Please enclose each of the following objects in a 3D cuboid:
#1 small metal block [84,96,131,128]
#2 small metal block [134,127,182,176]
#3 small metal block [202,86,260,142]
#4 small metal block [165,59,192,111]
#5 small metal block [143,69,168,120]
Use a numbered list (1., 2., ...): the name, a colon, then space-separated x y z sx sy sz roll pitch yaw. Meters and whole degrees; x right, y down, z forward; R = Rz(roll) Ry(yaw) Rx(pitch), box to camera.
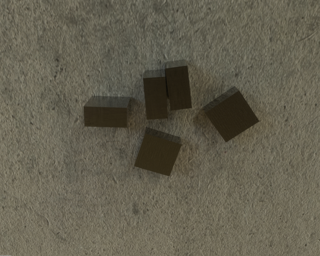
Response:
1. small metal block: -0.064 -0.021 0.388 0.050 0.050 0.025 2 110 -1
2. small metal block: -0.003 0.032 0.421 0.050 0.025 0.050 17 109 -7
3. small metal block: 0.092 -0.018 0.404 0.050 0.025 0.050 -34 107 11
4. small metal block: 0.022 -0.054 0.377 0.025 0.050 0.050 -7 110 3
5. small metal block: -0.005 -0.042 0.381 0.025 0.050 0.050 -4 110 1
